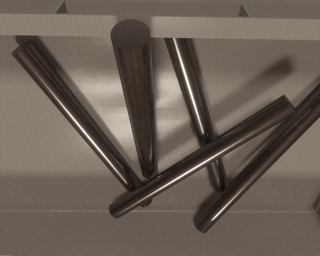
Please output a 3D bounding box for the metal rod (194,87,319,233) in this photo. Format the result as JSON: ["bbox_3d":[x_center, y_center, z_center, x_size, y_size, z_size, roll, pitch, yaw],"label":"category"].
[{"bbox_3d":[0.140,0.051,0.433,0.025,0.025,0.298,24,120,-19],"label":"metal rod"}]

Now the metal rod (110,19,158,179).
[{"bbox_3d":[-0.017,0.003,0.331,0.025,0.025,0.299,-1,156,0],"label":"metal rod"}]

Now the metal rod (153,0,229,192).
[{"bbox_3d":[0.050,-0.017,0.395,0.025,0.025,0.299,-14,129,11],"label":"metal rod"}]

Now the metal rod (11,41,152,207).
[{"bbox_3d":[-0.086,0.017,0.421,0.025,0.025,0.299,-20,128,15],"label":"metal rod"}]

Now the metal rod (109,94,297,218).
[{"bbox_3d":[0.039,0.051,0.418,0.299,0.025,0.025,-36,122,26],"label":"metal rod"}]
